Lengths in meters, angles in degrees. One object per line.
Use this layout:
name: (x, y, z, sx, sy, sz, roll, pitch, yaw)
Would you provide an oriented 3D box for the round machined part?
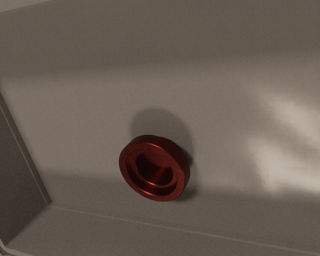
round machined part: (-0.004, 0.051, 0.430, 0.098, 0.042, 0.097, 13, 124, 20)
